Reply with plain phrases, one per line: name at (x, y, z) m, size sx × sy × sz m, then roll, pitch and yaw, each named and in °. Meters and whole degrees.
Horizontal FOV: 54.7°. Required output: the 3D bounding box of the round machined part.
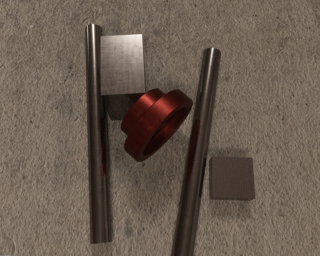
round machined part at (-0.008, -0.009, 0.373) m, size 0.042 × 0.098 × 0.098 m, roll 42°, pitch 75°, yaw 13°

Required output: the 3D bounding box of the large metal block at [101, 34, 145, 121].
large metal block at (-0.044, -0.062, 0.401) m, size 0.050 × 0.080 × 0.080 m, roll -4°, pitch 70°, yaw -2°

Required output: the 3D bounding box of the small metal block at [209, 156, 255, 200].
small metal block at (0.089, 0.063, 0.386) m, size 0.050 × 0.025 × 0.050 m, roll 2°, pitch 70°, yaw 0°

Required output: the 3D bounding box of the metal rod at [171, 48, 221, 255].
metal rod at (0.049, 0.029, 0.397) m, size 0.025 × 0.025 × 0.299 m, roll 10°, pitch 70°, yaw 3°

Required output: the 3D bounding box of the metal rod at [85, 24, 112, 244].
metal rod at (-0.083, -0.007, 0.409) m, size 0.025 × 0.025 × 0.299 m, roll -5°, pitch 70°, yaw -2°
